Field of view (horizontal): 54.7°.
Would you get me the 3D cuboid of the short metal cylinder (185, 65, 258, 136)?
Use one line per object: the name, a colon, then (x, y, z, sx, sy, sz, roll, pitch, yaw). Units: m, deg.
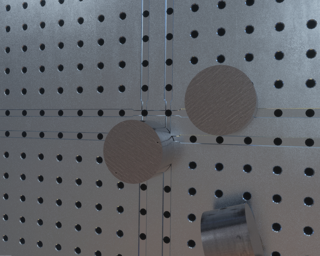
short metal cylinder: (0.075, -0.031, 0.372, 0.080, 0.050, 0.079, 0, 90, 19)

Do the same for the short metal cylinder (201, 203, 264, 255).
short metal cylinder: (0.084, 0.131, 0.353, 0.050, 0.080, 0.080, -17, 84, 19)

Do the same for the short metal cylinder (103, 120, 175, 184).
short metal cylinder: (-0.026, 0.029, 0.408, 0.080, 0.050, 0.079, 0, 90, 19)
